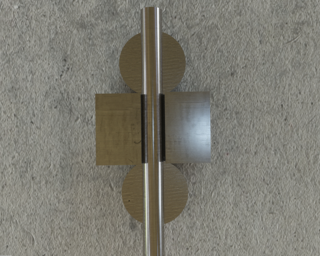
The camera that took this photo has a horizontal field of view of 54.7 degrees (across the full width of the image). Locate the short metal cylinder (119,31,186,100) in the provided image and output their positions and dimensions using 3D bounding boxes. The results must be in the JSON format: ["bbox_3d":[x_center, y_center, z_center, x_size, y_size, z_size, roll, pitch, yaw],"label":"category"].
[{"bbox_3d":[-0.009,-0.078,0.398,0.081,0.050,0.080,0,90,0],"label":"short metal cylinder"}]

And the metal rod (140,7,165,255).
[{"bbox_3d":[-0.009,0.013,0.361,0.025,0.025,0.298,-1,90,0],"label":"metal rod"}]

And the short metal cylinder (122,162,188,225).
[{"bbox_3d":[-0.006,0.078,0.399,0.081,0.050,0.080,0,90,0],"label":"short metal cylinder"}]

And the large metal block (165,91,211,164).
[{"bbox_3d":[0.031,-0.001,0.384,0.050,0.080,0.080,-1,90,0],"label":"large metal block"}]

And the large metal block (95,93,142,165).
[{"bbox_3d":[-0.046,0.001,0.383,0.050,0.080,0.080,-1,90,0],"label":"large metal block"}]
